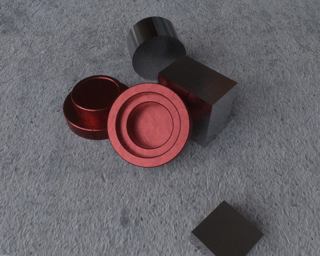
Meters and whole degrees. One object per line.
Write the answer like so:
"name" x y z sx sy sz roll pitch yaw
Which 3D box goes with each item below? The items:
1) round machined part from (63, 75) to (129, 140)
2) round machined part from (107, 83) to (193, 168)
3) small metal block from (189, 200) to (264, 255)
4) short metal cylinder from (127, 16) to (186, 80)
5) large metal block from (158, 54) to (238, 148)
"round machined part" -0.082 -0.034 0.420 0.099 0.042 0.098 0 50 0
"round machined part" -0.010 -0.003 0.373 0.098 0.042 0.097 0 88 13
"small metal block" 0.066 0.110 0.311 0.050 0.025 0.050 -35 59 -26
"short metal cylinder" -0.006 -0.119 0.467 0.081 0.080 0.050 -10 51 -9
"large metal block" 0.044 -0.034 0.396 0.080 0.080 0.050 35 58 25
